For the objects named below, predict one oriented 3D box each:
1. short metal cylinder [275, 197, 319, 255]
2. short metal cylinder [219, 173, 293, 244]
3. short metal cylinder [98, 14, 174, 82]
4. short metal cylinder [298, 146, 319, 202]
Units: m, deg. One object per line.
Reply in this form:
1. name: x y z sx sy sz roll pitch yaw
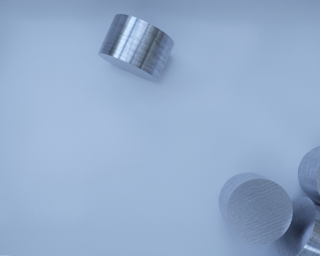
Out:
1. short metal cylinder: 0.189 0.134 0.385 0.050 0.080 0.080 27 90 0
2. short metal cylinder: 0.121 0.101 0.400 0.081 0.050 0.080 0 90 0
3. short metal cylinder: -0.029 -0.097 0.383 0.080 0.080 0.050 24 90 0
4. short metal cylinder: 0.230 0.063 0.400 0.081 0.050 0.080 0 90 0
